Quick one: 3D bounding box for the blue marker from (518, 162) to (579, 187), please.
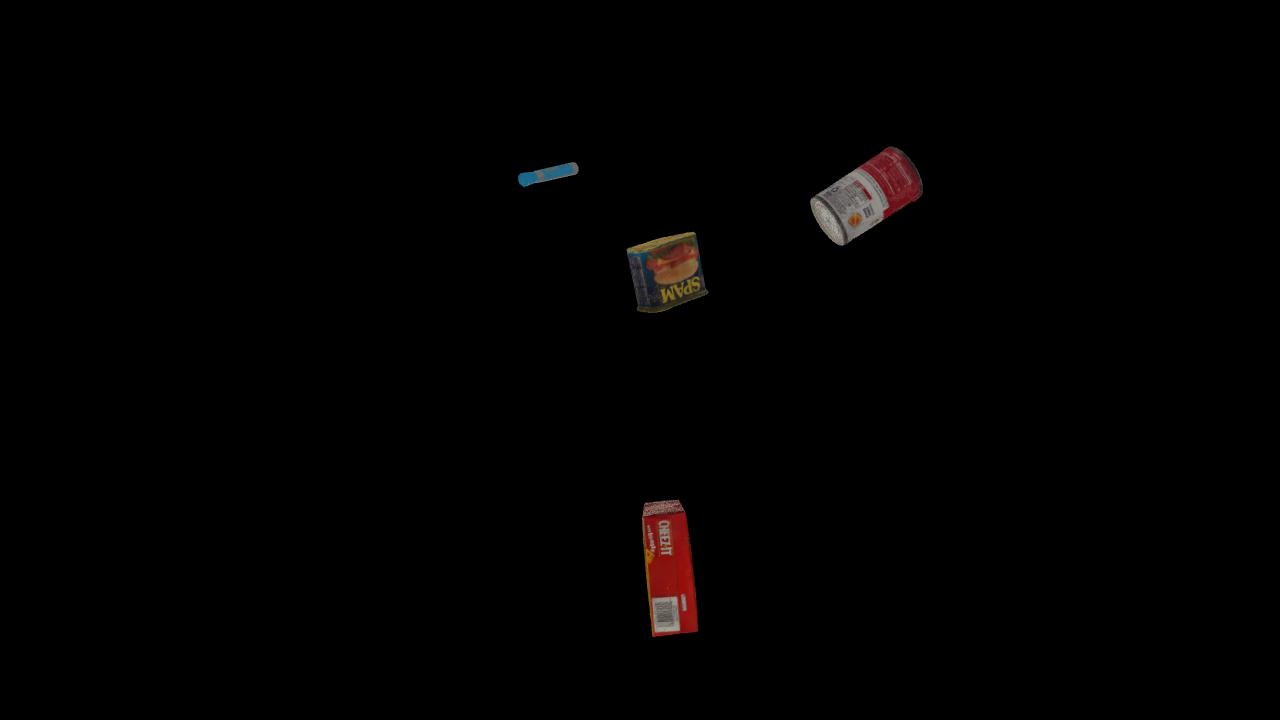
[{"bbox_3d":[-0.134,-0.272,0.902,0.020,0.020,0.121,0,22,36],"label":"blue marker"}]

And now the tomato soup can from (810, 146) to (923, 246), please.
[{"bbox_3d":[0.254,-0.183,0.694,0.101,0.068,0.068,-33,-3,4],"label":"tomato soup can"}]

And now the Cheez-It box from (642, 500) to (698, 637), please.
[{"bbox_3d":[0.044,0.311,0.955,0.071,0.166,0.223,-6,-9,1],"label":"Cheez-It box"}]

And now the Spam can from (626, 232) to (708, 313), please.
[{"bbox_3d":[0.036,-0.119,0.824,0.101,0.085,0.058,-23,20,-32],"label":"Spam can"}]
